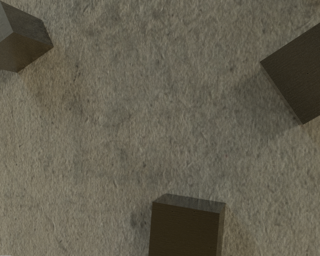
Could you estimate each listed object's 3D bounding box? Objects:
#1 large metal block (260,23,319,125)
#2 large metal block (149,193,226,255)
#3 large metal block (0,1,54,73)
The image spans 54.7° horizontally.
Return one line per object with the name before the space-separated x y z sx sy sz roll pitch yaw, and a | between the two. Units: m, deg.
large metal block | 0.167 -0.058 0.337 0.080 0.050 0.080 -33 80 16
large metal block | 0.034 0.131 0.383 0.080 0.050 0.079 5 92 19
large metal block | -0.222 -0.129 0.456 0.080 0.080 0.050 -28 81 17
